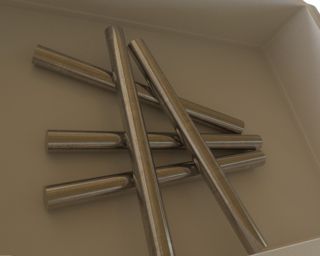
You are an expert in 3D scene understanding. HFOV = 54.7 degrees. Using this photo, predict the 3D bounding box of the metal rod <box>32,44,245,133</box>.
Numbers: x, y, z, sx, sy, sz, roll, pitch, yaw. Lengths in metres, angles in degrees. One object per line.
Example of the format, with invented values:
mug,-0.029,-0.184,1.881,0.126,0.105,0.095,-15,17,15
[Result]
metal rod,-0.016,-0.045,0.423,0.302,0.025,0.025,18,55,-18

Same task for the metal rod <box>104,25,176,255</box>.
metal rod,-0.028,0.002,0.355,0.025,0.025,0.299,0,62,-29

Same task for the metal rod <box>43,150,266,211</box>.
metal rod,0.017,0.057,0.380,0.303,0.025,0.025,-5,65,-31

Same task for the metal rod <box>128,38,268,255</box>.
metal rod,0.038,0.011,0.387,0.025,0.025,0.299,-19,72,-36

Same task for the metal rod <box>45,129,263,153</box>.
metal rod,0.013,0.018,0.401,0.303,0.025,0.025,2,61,-28
